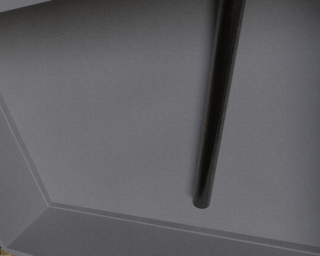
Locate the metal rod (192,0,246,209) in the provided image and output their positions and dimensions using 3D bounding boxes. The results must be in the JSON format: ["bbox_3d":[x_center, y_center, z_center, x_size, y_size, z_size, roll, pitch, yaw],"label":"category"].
[{"bbox_3d":[0.064,-0.019,0.361,0.025,0.025,0.298,15,125,19],"label":"metal rod"}]
